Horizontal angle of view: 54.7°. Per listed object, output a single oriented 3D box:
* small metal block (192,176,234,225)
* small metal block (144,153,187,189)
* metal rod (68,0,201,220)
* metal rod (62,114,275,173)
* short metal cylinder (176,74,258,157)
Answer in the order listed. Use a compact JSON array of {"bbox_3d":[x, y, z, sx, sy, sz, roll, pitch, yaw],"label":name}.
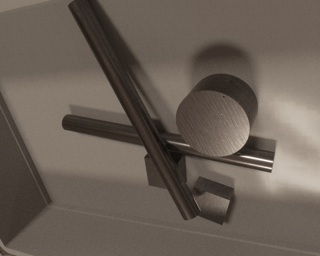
[{"bbox_3d":[0.071,0.101,0.433,0.050,0.025,0.050,18,126,17],"label":"small metal block"},{"bbox_3d":[0.009,0.059,0.439,0.050,0.025,0.050,7,122,24],"label":"small metal block"},{"bbox_3d":[-0.028,-0.018,0.386,0.025,0.025,0.299,-23,99,36],"label":"metal rod"},{"bbox_3d":[-0.005,0.016,0.419,0.301,0.025,0.025,10,123,22],"label":"metal rod"},{"bbox_3d":[0.065,-0.015,0.349,0.080,0.050,0.079,13,124,20],"label":"short metal cylinder"}]
